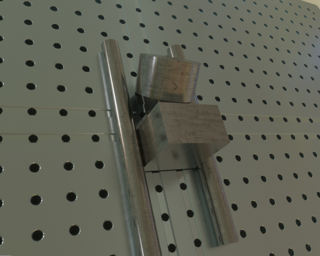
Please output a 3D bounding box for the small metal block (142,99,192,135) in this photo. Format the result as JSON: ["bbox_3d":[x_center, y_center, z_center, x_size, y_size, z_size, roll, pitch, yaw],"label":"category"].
[{"bbox_3d":[0.011,-0.013,0.406,0.050,0.050,0.025,2,61,-28],"label":"small metal block"}]

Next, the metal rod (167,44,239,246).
[{"bbox_3d":[0.053,0.006,0.432,0.025,0.025,0.299,2,61,-27],"label":"metal rod"}]

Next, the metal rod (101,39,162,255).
[{"bbox_3d":[-0.039,0.013,0.378,0.025,0.025,0.299,1,61,-28],"label":"metal rod"}]

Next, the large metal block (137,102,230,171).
[{"bbox_3d":[0.022,0.013,0.374,0.081,0.080,0.050,1,62,-28],"label":"large metal block"}]

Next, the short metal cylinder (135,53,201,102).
[{"bbox_3d":[0.010,-0.068,0.411,0.081,0.050,0.080,9,15,-2],"label":"short metal cylinder"}]
